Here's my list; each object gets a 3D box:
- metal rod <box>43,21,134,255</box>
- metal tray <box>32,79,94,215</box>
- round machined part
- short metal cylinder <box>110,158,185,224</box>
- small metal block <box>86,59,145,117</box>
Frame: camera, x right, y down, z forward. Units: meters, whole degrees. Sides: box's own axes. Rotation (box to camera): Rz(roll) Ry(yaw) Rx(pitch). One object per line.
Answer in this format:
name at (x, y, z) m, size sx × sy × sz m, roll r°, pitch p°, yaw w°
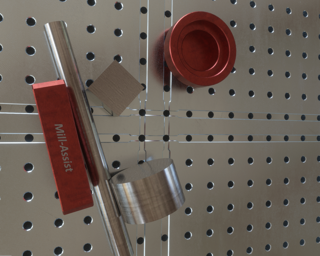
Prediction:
metal rod at (-0.085, 0.021, 0.381) m, size 0.025 × 0.025 × 0.298 m, roll -18°, pitch 96°, yaw -20°
metal tray at (-0.107, 0.018, 0.338) m, size 0.030 × 0.090 × 0.129 m, roll -14°, pitch 95°, yaw -20°
round machined part at (0.051, -0.104, 0.423) m, size 0.099 × 0.042 × 0.097 m, roll 0°, pitch 90°, yaw -21°
short metal cylinder at (-0.015, 0.075, 0.379) m, size 0.081 × 0.080 × 0.050 m, roll -20°, pitch 97°, yaw -19°
small metal block at (-0.057, -0.049, 0.392) m, size 0.050 × 0.025 × 0.050 m, roll 43°, pitch 76°, yaw -15°
